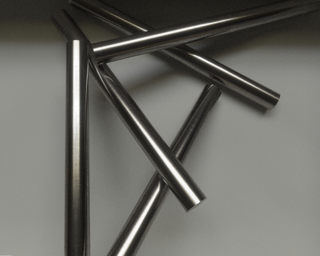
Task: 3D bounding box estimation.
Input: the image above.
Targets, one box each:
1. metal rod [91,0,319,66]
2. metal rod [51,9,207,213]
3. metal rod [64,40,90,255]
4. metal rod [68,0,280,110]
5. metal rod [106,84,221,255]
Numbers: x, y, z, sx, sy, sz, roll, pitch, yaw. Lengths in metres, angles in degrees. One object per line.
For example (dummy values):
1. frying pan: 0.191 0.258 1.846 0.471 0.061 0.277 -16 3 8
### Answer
1. metal rod: 0.067 -0.126 0.384 0.302 0.025 0.025 -17 90 -12
2. metal rod: -0.048 -0.035 0.360 0.025 0.025 0.300 -37 70 0
3. metal rod: -0.087 0.049 0.324 0.025 0.025 0.299 -4 76 -1
4. metal rod: 0.019 -0.104 0.411 0.301 0.025 0.025 27 90 -1
5. metal rod: 0.001 0.062 0.341 0.025 0.025 0.301 32 61 0
